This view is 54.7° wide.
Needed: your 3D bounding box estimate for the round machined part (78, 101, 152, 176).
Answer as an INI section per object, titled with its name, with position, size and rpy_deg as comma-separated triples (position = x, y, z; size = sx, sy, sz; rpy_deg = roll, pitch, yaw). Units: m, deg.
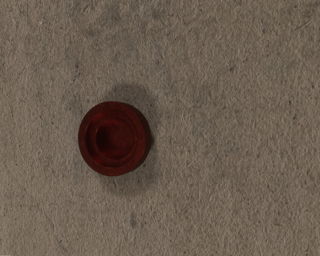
[round machined part]
position = -0.057, 0.014, 0.419
size = 0.098, 0.042, 0.097
rpy_deg = 0, 90, 19
